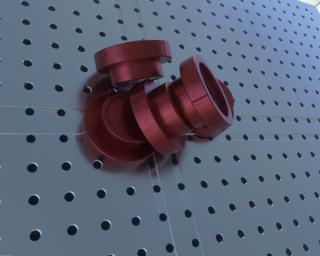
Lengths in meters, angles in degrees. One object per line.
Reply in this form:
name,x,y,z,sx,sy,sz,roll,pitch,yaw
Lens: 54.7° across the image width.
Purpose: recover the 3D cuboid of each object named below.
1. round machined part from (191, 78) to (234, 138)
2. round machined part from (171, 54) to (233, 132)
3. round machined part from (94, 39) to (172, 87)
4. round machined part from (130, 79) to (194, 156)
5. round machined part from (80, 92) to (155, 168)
round machined part,0.070,-0.038,0.460,0.099,0.042,0.098,14,56,-21
round machined part,0.050,-0.039,0.388,0.098,0.042,0.098,47,27,-34
round machined part,-0.032,-0.080,0.401,0.099,0.098,0.042,-13,95,-34
round machined part,0.008,-0.018,0.384,0.098,0.042,0.098,53,21,-30
round machined part,-0.043,-0.004,0.378,0.099,0.042,0.098,14,56,-21
